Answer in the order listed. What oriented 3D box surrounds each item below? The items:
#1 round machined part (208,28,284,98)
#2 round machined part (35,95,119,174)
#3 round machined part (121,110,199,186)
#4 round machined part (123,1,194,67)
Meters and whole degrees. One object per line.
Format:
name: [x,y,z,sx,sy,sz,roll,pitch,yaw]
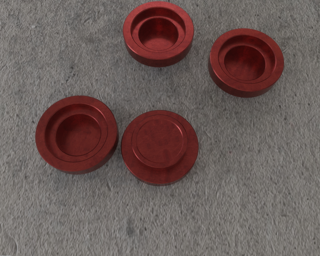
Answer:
round machined part: [0.116,-0.086,0.431,0.099,0.042,0.098,0,70,0]
round machined part: [-0.101,0.011,0.394,0.099,0.042,0.098,0,70,0]
round machined part: [0.000,0.022,0.391,0.099,0.042,0.098,0,70,0]
round machined part: [-0.002,-0.129,0.446,0.099,0.042,0.098,0,70,0]
